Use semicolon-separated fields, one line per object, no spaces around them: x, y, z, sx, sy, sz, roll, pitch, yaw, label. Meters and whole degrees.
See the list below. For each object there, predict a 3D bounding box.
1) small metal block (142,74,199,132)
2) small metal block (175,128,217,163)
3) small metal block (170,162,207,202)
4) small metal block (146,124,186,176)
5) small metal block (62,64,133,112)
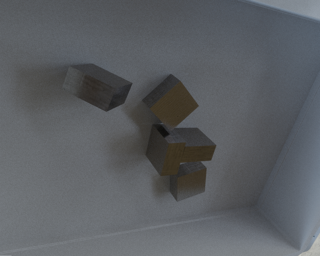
0.014;-0.032;0.398;0.050;0.025;0.050;-42;130;1;small metal block
0.041;0.023;0.431;0.050;0.050;0.025;-1;119;-29;small metal block
0.044;0.082;0.485;0.050;0.025;0.050;-15;125;-21;small metal block
0.006;0.028;0.415;0.025;0.050;0.050;-2;119;-28;small metal block
-0.063;-0.043;0.319;0.050;0.050;0.025;27;109;6;small metal block
